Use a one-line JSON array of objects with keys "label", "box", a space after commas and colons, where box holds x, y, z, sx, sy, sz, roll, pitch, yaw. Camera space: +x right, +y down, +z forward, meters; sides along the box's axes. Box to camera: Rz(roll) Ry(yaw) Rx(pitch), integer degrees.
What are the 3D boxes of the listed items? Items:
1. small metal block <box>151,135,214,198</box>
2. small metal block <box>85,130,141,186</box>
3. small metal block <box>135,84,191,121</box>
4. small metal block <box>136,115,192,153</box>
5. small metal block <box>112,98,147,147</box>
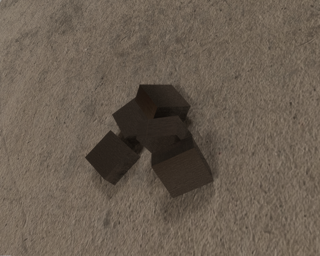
[{"label": "small metal block", "box": [0.025, 0.044, 0.343, 0.050, 0.050, 0.025, -26, 26, 12]}, {"label": "small metal block", "box": [-0.063, 0.039, 0.412, 0.050, 0.025, 0.050, -48, 52, -6]}, {"label": "small metal block", "box": [0.003, -0.032, 0.403, 0.050, 0.050, 0.025, 54, 136, 39]}, {"label": "small metal block", "box": [0.007, 0.011, 0.377, 0.050, 0.050, 0.025, -7, 59, 24]}, {"label": "small metal block", "box": [-0.031, -0.011, 0.426, 0.050, 0.025, 0.050, -36, 51, 3]}]
